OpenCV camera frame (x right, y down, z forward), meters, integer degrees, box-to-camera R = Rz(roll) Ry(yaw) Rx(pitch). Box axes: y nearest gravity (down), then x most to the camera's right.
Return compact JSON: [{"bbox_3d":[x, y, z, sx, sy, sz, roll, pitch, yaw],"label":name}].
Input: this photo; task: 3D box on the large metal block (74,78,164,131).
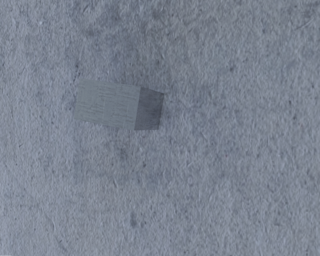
[{"bbox_3d":[-0.049,-0.029,0.396,0.080,0.080,0.050,10,94,19],"label":"large metal block"}]
